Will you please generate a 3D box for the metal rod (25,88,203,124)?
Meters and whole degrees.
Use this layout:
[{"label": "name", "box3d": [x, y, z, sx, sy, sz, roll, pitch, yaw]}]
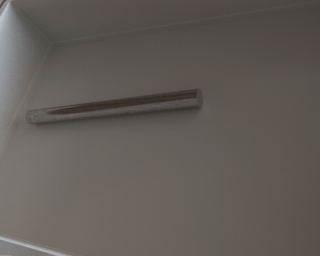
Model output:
[{"label": "metal rod", "box3d": [-0.084, -0.029, 0.465, 0.301, 0.025, 0.025, -4, 60, 25]}]
